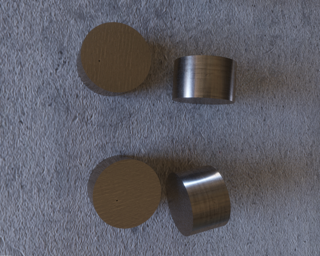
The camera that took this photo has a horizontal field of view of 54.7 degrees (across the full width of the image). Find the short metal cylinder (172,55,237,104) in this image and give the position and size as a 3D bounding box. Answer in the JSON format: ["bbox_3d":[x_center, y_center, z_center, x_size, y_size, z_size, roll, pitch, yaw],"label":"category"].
[{"bbox_3d":[0.057,-0.059,0.401,0.081,0.080,0.050,4,89,-20],"label":"short metal cylinder"}]

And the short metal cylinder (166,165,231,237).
[{"bbox_3d":[0.047,0.092,0.397,0.050,0.080,0.080,-9,93,-20],"label":"short metal cylinder"}]

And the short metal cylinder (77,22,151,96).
[{"bbox_3d":[-0.057,-0.080,0.374,0.081,0.050,0.080,0,90,-20],"label":"short metal cylinder"}]

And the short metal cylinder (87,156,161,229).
[{"bbox_3d":[-0.045,0.075,0.379,0.081,0.050,0.080,0,90,-20],"label":"short metal cylinder"}]
